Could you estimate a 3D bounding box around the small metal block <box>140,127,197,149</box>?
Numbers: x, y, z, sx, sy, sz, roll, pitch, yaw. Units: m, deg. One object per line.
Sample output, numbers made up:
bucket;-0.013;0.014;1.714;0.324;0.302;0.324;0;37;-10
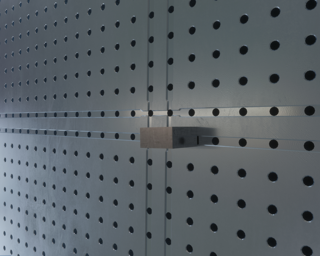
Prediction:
small metal block;0.011;0.011;0.385;0.050;0.050;0.025;-2;89;40
